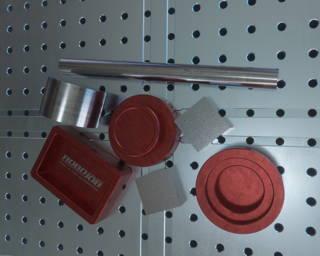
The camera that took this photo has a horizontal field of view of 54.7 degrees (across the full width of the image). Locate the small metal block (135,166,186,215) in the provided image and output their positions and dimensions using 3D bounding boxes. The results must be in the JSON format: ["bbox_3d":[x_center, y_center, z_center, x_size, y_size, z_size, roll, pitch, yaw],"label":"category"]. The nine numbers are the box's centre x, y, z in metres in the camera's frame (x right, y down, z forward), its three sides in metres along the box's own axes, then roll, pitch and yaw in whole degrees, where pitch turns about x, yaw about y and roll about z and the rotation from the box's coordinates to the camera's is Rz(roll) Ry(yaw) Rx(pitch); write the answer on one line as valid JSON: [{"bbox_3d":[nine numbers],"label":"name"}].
[{"bbox_3d":[0.001,0.083,0.412,0.050,0.025,0.050,-20,83,18],"label":"small metal block"}]

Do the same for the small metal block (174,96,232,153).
[{"bbox_3d":[0.055,-0.005,0.393,0.050,0.025,0.050,-40,78,15],"label":"small metal block"}]

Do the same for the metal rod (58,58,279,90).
[{"bbox_3d":[-0.003,-0.075,0.413,0.301,0.025,0.025,7,93,19],"label":"metal rod"}]

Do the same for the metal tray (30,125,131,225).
[{"bbox_3d":[-0.117,0.065,0.451,0.130,0.030,0.090,32,101,17],"label":"metal tray"}]

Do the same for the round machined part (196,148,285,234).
[{"bbox_3d":[0.095,0.071,0.370,0.098,0.042,0.097,0,90,20],"label":"round machined part"}]

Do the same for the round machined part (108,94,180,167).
[{"bbox_3d":[-0.026,0.003,0.412,0.098,0.042,0.097,-1,87,19],"label":"round machined part"}]

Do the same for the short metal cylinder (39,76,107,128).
[{"bbox_3d":[-0.118,-0.036,0.425,0.080,0.080,0.050,19,96,19],"label":"short metal cylinder"}]
